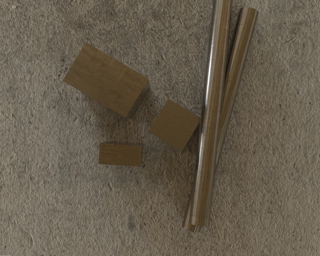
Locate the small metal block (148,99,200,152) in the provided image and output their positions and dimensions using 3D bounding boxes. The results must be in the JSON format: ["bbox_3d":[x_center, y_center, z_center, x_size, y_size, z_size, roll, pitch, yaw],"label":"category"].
[{"bbox_3d":[0.019,-0.004,0.410,0.050,0.025,0.050,31,90,-1],"label":"small metal block"}]

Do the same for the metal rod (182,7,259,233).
[{"bbox_3d":[0.080,-0.011,0.411,0.025,0.025,0.298,15,90,-1],"label":"metal rod"}]

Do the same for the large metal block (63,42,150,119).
[{"bbox_3d":[-0.060,-0.053,0.382,0.080,0.080,0.050,31,90,-1],"label":"large metal block"}]

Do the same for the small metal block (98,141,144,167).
[{"bbox_3d":[-0.048,0.032,0.397,0.050,0.050,0.025,4,90,-1],"label":"small metal block"}]

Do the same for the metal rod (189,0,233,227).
[{"bbox_3d":[0.066,-0.031,0.392,0.025,0.025,0.298,7,83,-1],"label":"metal rod"}]
